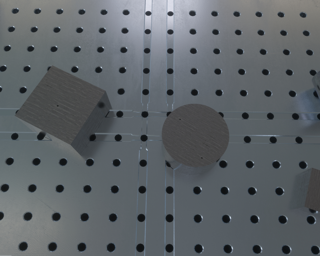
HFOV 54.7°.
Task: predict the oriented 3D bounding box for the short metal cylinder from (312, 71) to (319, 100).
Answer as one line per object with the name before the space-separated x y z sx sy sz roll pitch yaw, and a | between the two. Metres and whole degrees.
short metal cylinder | 0.250 -0.055 0.404 0.081 0.080 0.050 -11 71 -4

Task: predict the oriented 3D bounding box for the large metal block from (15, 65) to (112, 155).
large metal block | -0.122 -0.022 0.406 0.080 0.050 0.080 26 72 9

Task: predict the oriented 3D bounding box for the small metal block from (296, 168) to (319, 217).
small metal block | 0.203 0.083 0.383 0.050 0.025 0.050 19 71 6

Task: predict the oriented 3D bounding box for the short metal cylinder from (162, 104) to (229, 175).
short metal cylinder | 0.042 0.016 0.393 0.081 0.050 0.080 0 70 0
